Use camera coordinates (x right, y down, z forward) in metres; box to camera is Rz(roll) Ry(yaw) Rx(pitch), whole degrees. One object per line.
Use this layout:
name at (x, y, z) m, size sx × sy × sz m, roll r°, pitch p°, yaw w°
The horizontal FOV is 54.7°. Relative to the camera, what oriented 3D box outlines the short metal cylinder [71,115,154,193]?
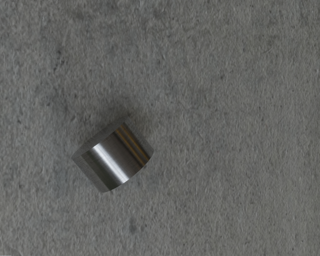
short metal cylinder at (-0.054, 0.029, 0.360) m, size 0.080 × 0.080 × 0.050 m, roll -40°, pitch 103°, yaw -16°
